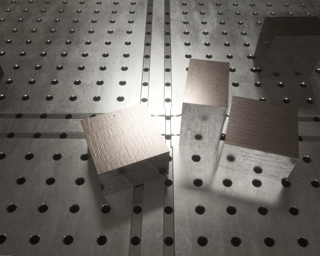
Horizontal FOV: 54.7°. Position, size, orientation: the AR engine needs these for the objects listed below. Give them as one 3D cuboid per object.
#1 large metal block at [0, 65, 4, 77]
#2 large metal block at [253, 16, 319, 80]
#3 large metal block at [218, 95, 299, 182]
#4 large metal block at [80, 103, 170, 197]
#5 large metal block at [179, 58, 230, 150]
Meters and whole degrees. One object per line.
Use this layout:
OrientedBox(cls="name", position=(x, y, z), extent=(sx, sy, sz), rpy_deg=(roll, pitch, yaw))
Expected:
OrientedBox(cls="large metal block", position=(-0.297, -0.081, 0.456), extent=(0.080, 0.050, 0.080), rpy_deg=(11, 51, 8))
OrientedBox(cls="large metal block", position=(0.197, -0.122, 0.477), extent=(0.081, 0.080, 0.050), rpy_deg=(-1, 50, -2))
OrientedBox(cls="large metal block", position=(0.121, 0.012, 0.383), extent=(0.080, 0.050, 0.080), rpy_deg=(12, 51, 9))
OrientedBox(cls="large metal block", position=(-0.042, 0.024, 0.371), extent=(0.081, 0.050, 0.080), rpy_deg=(-17, 52, -14))
OrientedBox(cls="large metal block", position=(0.056, -0.030, 0.398), extent=(0.050, 0.080, 0.080), rpy_deg=(7, 51, 6))
